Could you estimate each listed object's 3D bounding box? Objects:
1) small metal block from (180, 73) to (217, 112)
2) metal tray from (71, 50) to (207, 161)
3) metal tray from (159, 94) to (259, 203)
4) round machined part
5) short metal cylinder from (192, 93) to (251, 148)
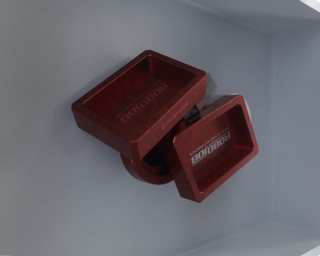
[{"bbox_3d":[0.042,-0.048,0.425,0.050,0.050,0.025,-51,121,-29],"label":"small metal block"},{"bbox_3d":[-0.019,-0.033,0.346,0.131,0.090,0.030,-44,149,-32],"label":"metal tray"},{"bbox_3d":[0.068,0.022,0.398,0.131,0.030,0.090,-31,109,-31],"label":"metal tray"},{"bbox_3d":[-0.010,0.020,0.389,0.099,0.042,0.097,0,90,-40],"label":"round machined part"},{"bbox_3d":[0.093,-0.011,0.468,0.081,0.050,0.079,0,90,-40],"label":"short metal cylinder"}]
